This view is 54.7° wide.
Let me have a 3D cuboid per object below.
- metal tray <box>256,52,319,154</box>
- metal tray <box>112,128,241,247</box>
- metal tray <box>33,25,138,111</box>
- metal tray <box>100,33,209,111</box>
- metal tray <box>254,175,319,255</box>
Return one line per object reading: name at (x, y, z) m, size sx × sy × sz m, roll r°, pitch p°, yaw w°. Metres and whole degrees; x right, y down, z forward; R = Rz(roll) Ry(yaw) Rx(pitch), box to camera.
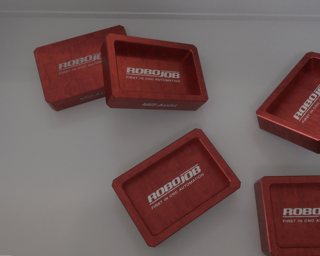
metal tray at (0.200, -0.038, 0.400) m, size 0.130 × 0.030 × 0.090 m, roll -46°, pitch 47°, yaw -15°
metal tray at (0.020, 0.071, 0.380) m, size 0.131 × 0.030 × 0.090 m, roll -32°, pitch 73°, yaw -11°
metal tray at (-0.101, -0.086, 0.437) m, size 0.131 × 0.030 × 0.090 m, roll -18°, pitch 71°, yaw -7°
metal tray at (-0.007, -0.071, 0.406) m, size 0.131 × 0.030 × 0.090 m, roll 0°, pitch 68°, yaw -25°
metal tray at (0.186, 0.104, 0.369) m, size 0.131 × 0.030 × 0.090 m, roll -1°, pitch 70°, yaw -1°
